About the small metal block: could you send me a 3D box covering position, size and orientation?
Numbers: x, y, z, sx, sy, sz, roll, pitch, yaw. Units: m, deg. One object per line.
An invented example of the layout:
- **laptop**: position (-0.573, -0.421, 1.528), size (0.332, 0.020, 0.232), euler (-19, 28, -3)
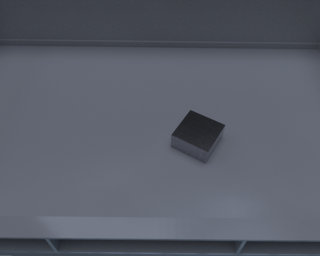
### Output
- **small metal block**: position (0.049, 0.010, 0.397), size (0.050, 0.025, 0.050), euler (25, 54, 19)
